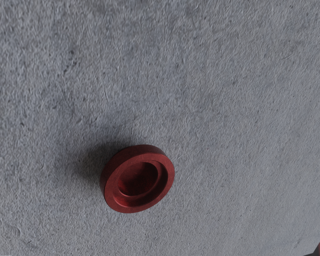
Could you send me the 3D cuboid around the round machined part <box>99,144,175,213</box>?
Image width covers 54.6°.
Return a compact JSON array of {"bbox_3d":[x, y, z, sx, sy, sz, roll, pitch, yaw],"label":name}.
[{"bbox_3d":[-0.033,0.063,0.416,0.099,0.042,0.097,-14,124,-21],"label":"round machined part"}]
